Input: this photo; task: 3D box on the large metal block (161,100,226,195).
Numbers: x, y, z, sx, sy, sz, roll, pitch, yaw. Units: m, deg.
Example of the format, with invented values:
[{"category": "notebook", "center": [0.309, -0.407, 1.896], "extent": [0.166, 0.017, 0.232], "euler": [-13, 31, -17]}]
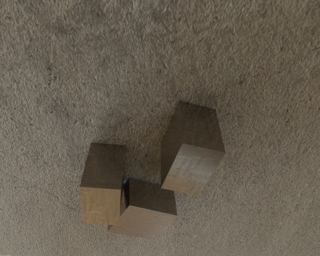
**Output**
[{"category": "large metal block", "center": [0.037, 0.025, 0.393], "extent": [0.050, 0.080, 0.079], "euler": [13, 129, -11]}]

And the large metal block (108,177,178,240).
[{"category": "large metal block", "center": [-0.030, 0.132, 0.498], "extent": [0.081, 0.050, 0.080], "euler": [19, 128, -23]}]

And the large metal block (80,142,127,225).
[{"category": "large metal block", "center": [-0.078, 0.079, 0.437], "extent": [0.050, 0.080, 0.079], "euler": [5, 130, -4]}]
